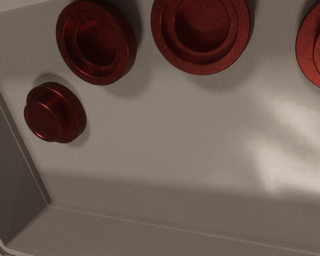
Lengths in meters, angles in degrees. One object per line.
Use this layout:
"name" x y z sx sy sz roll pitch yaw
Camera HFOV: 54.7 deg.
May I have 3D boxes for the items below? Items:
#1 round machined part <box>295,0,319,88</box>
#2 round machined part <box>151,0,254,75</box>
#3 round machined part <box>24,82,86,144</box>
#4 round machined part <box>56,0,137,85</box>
"round machined part" 0.169 -0.072 0.264 0.098 0.042 0.097 13 124 20
"round machined part" 0.044 -0.106 0.308 0.098 0.042 0.097 13 124 20
"round machined part" -0.166 -0.017 0.472 0.098 0.042 0.097 13 124 20
"round machined part" -0.071 -0.104 0.369 0.098 0.042 0.097 13 124 20
